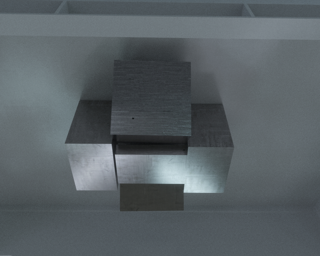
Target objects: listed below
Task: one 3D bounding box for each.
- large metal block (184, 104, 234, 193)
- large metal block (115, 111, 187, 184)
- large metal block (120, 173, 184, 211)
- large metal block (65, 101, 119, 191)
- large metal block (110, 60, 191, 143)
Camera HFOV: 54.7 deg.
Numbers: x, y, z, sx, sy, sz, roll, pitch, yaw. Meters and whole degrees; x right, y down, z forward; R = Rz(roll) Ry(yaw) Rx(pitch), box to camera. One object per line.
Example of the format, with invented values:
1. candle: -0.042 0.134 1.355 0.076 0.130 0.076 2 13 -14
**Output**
1. large metal block: 0.055 0.025 0.393 0.050 0.080 0.079 1 130 -1
2. large metal block: -0.010 0.023 0.391 0.081 0.080 0.050 1 130 -1
3. large metal block: -0.011 0.081 0.431 0.081 0.080 0.050 0 88 -2
4. large metal block: -0.078 0.021 0.389 0.050 0.080 0.079 0 130 -1
5. large metal block: -0.009 -0.026 0.341 0.081 0.080 0.050 1 168 -1
